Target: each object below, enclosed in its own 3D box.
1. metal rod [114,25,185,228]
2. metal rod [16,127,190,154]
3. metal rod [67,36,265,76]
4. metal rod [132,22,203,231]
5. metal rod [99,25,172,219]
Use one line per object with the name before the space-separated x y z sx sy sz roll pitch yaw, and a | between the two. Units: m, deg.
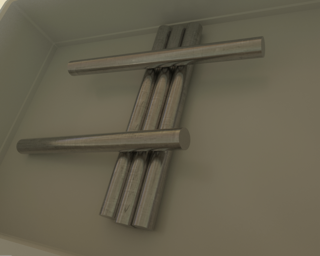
metal rod | -0.006 -0.019 0.420 0.025 0.025 0.300 1 62 29
metal rod | -0.097 0.021 0.420 0.300 0.025 0.025 -4 60 34
metal rod | -0.010 -0.097 0.437 0.300 0.025 0.025 0 62 28
metal rod | 0.017 -0.020 0.407 0.025 0.025 0.300 1 62 29
metal rod | -0.026 -0.024 0.434 0.025 0.025 0.300 1 62 28
